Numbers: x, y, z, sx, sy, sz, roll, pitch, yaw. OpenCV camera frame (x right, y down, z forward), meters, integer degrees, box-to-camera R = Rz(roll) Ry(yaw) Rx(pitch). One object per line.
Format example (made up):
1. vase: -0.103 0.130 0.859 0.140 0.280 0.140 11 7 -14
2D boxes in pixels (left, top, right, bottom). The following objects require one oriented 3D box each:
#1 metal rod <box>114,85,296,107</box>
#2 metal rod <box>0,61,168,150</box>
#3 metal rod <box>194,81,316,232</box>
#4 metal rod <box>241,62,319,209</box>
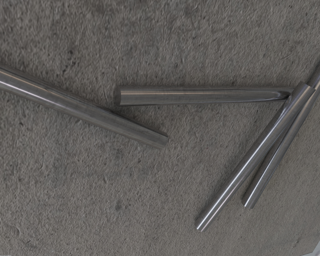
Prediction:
1. metal rod: 0.086 -0.046 0.424 0.303 0.025 0.025 -4 120 -27
2. metal rod: -0.108 -0.031 0.328 0.302 0.025 0.025 24 106 -37
3. metal rod: 0.143 0.058 0.501 0.025 0.025 0.298 15 116 -35
4. metal rod: 0.218 0.015 0.534 0.025 0.025 0.298 9 114 -32
